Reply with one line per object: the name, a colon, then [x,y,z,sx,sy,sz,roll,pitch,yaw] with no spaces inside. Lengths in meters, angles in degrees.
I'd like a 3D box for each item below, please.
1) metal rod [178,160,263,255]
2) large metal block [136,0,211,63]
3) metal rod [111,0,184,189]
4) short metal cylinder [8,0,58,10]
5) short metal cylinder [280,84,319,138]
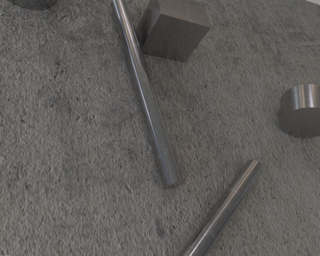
metal rod: [0.045,0.131,0.347,0.025,0.025,0.302,47,51,4]
large metal block: [0.017,-0.151,0.470,0.081,0.080,0.050,6,59,-25]
metal rod: [-0.024,-0.063,0.428,0.025,0.025,0.299,-3,63,-30]
short metal cylinder: [-0.176,-0.208,0.420,0.081,0.050,0.080,14,56,-21]
short metal cylinder: [0.243,-0.027,0.515,0.080,0.080,0.050,24,53,-14]
